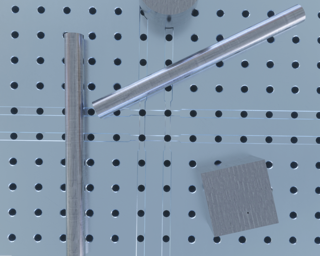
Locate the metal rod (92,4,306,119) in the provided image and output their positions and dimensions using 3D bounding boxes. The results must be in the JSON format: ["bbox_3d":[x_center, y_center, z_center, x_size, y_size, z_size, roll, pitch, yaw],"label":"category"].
[{"bbox_3d":[0.051,-0.089,0.414,0.301,0.025,0.025,-26,90,-1],"label":"metal rod"}]

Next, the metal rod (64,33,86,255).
[{"bbox_3d":[-0.113,0.026,0.411,0.025,0.025,0.298,0,90,-1],"label":"metal rod"}]

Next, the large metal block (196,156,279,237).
[{"bbox_3d":[0.097,0.086,0.402,0.080,0.050,0.080,-12,90,-1],"label":"large metal block"}]

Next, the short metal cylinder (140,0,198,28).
[{"bbox_3d":[0.012,-0.178,0.401,0.081,0.050,0.079,0,90,-1],"label":"short metal cylinder"}]
